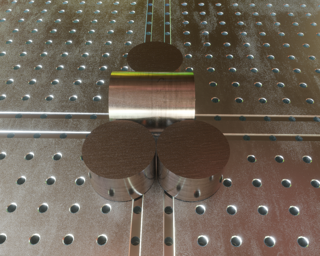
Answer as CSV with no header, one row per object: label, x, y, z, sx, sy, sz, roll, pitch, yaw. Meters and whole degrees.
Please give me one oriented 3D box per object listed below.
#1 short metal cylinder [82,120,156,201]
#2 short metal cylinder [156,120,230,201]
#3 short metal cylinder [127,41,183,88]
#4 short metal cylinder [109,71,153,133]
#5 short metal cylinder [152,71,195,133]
short metal cylinder,-0.045,0.037,0.358,0.081,0.050,0.080,0,50,0
short metal cylinder,0.036,0.037,0.359,0.081,0.050,0.080,0,50,0
short metal cylinder,-0.007,-0.085,0.462,0.081,0.050,0.080,0,50,0
short metal cylinder,-0.035,-0.033,0.400,0.050,0.080,0.080,0,50,0
short metal cylinder,0.016,-0.033,0.400,0.050,0.080,0.080,0,50,0
